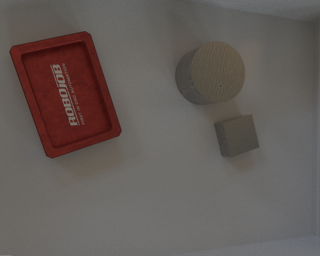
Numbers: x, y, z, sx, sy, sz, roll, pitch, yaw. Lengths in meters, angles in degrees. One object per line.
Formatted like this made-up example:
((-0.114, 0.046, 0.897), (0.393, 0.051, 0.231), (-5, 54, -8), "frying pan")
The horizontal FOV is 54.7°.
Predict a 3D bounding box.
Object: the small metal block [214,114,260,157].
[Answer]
((0.112, 0.011, 0.454), (0.050, 0.025, 0.050), (-16, 96, -20), "small metal block")

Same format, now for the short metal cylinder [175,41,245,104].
((0.068, -0.073, 0.423), (0.081, 0.050, 0.079), (0, 90, -20), "short metal cylinder")

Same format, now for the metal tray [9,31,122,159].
((-0.109, -0.039, 0.367), (0.091, 0.030, 0.129), (-19, 97, -19), "metal tray")
